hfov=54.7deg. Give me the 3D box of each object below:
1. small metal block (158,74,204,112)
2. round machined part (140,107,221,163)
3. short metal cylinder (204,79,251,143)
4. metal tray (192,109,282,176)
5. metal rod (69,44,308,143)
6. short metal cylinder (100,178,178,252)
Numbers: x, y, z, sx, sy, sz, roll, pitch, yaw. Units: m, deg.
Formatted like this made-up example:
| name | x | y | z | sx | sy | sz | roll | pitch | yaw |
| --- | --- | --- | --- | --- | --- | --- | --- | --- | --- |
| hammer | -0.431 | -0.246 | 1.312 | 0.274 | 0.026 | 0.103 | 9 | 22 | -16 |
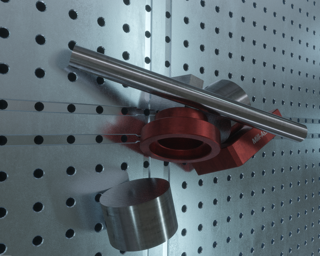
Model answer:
| name | x | y | z | sx | sy | sz | roll | pitch | yaw |
| --- | --- | --- | --- | --- | --- | --- | --- | --- | --- |
| small metal block | 0.028 | -0.042 | 0.416 | 0.025 | 0.050 | 0.050 | 20 | 78 | -39 |
| round machined part | 0.026 | 0.008 | 0.386 | 0.098 | 0.098 | 0.042 | 25 | 57 | -38 |
| short metal cylinder | 0.081 | -0.023 | 0.442 | 0.050 | 0.080 | 0.080 | -31 | 109 | -36 |
| metal tray | 0.116 | 0.020 | 0.461 | 0.131 | 0.090 | 0.030 | -30 | 92 | -36 |
| metal rod | 0.045 | -0.035 | 0.370 | 0.302 | 0.025 | 0.025 | 17 | 78 | -15 |
| short metal cylinder | -0.023 | 0.095 | 0.354 | 0.081 | 0.080 | 0.050 | -19 | 102 | -39 |
